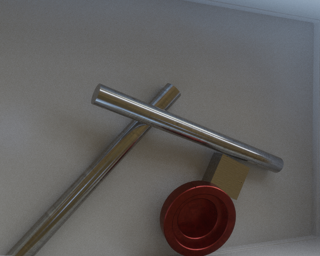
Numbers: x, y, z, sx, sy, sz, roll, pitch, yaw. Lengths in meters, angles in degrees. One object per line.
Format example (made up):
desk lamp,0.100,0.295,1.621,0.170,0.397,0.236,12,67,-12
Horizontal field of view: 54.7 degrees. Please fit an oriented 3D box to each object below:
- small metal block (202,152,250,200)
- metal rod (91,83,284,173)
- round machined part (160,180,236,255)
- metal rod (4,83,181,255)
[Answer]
small metal block,0.094,0.069,0.447,0.050,0.025,0.050,28,81,-18
metal rod,0.055,0.010,0.413,0.302,0.025,0.025,21,83,-26
round machined part,0.047,0.116,0.414,0.099,0.042,0.097,-3,100,-14
metal rod,-0.079,0.057,0.381,0.025,0.025,0.301,46,75,-15
